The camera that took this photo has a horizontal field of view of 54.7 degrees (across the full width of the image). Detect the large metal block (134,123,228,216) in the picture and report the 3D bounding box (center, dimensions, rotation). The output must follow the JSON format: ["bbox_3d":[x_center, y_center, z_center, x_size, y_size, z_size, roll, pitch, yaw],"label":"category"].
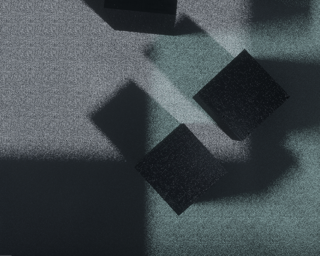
[{"bbox_3d":[0.026,0.050,0.399,0.080,0.050,0.080,-42,90,0],"label":"large metal block"}]

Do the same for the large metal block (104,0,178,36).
[{"bbox_3d":[-0.020,-0.154,0.383,0.080,0.080,0.050,6,90,0],"label":"large metal block"}]

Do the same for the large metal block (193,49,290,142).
[{"bbox_3d":[0.101,-0.040,0.399,0.080,0.050,0.080,-43,90,0],"label":"large metal block"}]
